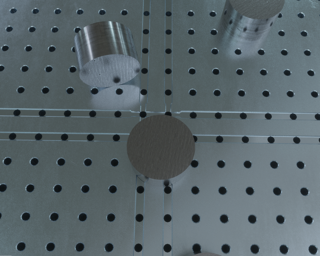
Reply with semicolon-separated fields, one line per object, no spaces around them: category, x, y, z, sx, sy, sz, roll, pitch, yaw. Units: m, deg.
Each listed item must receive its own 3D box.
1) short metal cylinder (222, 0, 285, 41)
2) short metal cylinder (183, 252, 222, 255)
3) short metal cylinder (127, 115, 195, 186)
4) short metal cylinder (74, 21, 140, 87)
short metal cylinder;0.138;-0.179;0.466;0.081;0.050;0.080;0;70;0
short metal cylinder;0.049;0.177;0.335;0.081;0.050;0.080;0;70;0
short metal cylinder;0.001;0.030;0.388;0.081;0.050;0.080;0;70;-1
short metal cylinder;-0.071;-0.097;0.417;0.081;0.080;0.050;-13;71;-5
